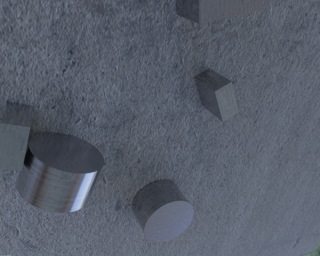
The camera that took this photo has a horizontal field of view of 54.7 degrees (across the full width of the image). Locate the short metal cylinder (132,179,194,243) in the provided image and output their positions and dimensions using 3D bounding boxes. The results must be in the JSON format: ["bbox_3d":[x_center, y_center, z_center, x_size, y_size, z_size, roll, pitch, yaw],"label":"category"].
[{"bbox_3d":[0.004,0.126,0.471,0.081,0.050,0.079,-14,124,-21],"label":"short metal cylinder"}]

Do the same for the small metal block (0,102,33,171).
[{"bbox_3d":[-0.147,0.008,0.313,0.025,0.050,0.050,10,114,-23],"label":"small metal block"}]

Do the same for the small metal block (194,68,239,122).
[{"bbox_3d":[0.073,-0.044,0.404,0.025,0.050,0.050,-31,129,-9],"label":"small metal block"}]

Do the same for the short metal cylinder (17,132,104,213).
[{"bbox_3d":[-0.109,0.047,0.341,0.081,0.080,0.050,12,113,-33],"label":"short metal cylinder"}]

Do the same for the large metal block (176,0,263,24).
[{"bbox_3d":[0.063,-0.162,0.325,0.081,0.050,0.079,-18,126,-18],"label":"large metal block"}]
